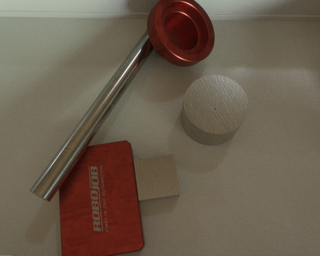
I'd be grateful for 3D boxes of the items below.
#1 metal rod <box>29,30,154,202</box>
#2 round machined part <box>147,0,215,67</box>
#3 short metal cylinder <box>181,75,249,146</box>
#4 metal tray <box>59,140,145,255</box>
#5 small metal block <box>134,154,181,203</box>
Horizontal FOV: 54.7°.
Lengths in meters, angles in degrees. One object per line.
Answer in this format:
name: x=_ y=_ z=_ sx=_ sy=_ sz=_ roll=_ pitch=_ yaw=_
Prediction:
metal rod: x=-0.064 y=-0.043 z=0.403 sx=0.025 sy=0.025 sz=0.300 roll=26 pitch=64 yaw=9
round machined part: x=0.025 y=-0.132 z=0.435 sx=0.099 sy=0.042 sz=0.098 roll=7 pitch=75 yaw=-29
short metal cylinder: x=0.069 y=-0.022 z=0.405 sx=0.081 sy=0.050 sz=0.080 roll=0 pitch=70 yaw=0
metal tray: x=-0.072 y=0.086 z=0.374 sx=0.091 sy=0.030 sz=0.129 roll=-9 pitch=70 yaw=-3
small metal block: x=-0.004 y=0.063 z=0.387 sx=0.050 sy=0.025 sz=0.050 roll=-8 pitch=70 yaw=-4
